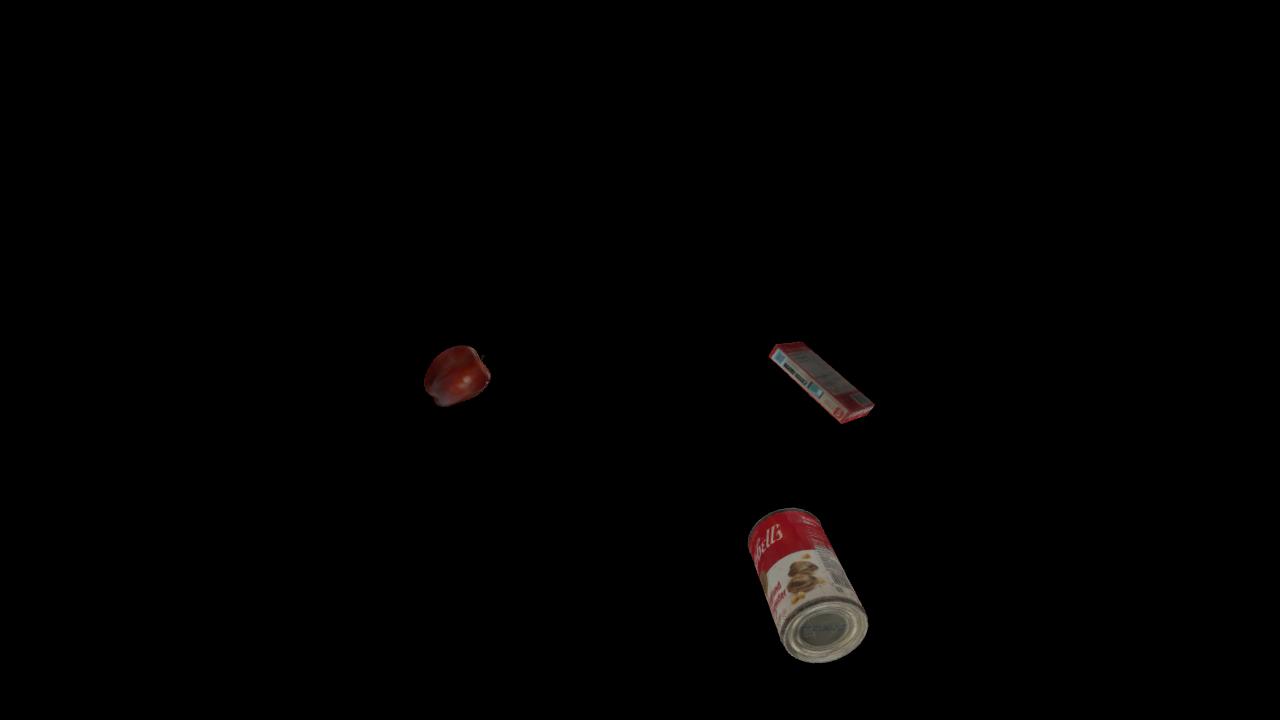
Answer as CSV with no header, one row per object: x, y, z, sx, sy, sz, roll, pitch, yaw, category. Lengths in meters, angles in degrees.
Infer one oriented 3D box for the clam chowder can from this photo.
0.132,0.179,0.496,0.068,0.068,0.102,0,26,-6,clam chowder can

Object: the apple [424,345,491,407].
-0.258,0.022,0.873,0.093,0.079,0.079,-36,8,-11,apple

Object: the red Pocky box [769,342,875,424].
0.274,0.031,0.931,0.083,0.028,0.155,-7,45,-45,red Pocky box
